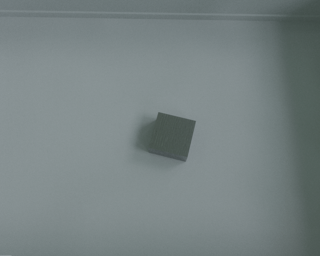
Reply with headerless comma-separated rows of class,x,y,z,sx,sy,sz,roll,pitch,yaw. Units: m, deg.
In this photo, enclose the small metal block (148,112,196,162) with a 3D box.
small metal block,0.016,0.012,0.406,0.050,0.025,0.050,14,70,4
